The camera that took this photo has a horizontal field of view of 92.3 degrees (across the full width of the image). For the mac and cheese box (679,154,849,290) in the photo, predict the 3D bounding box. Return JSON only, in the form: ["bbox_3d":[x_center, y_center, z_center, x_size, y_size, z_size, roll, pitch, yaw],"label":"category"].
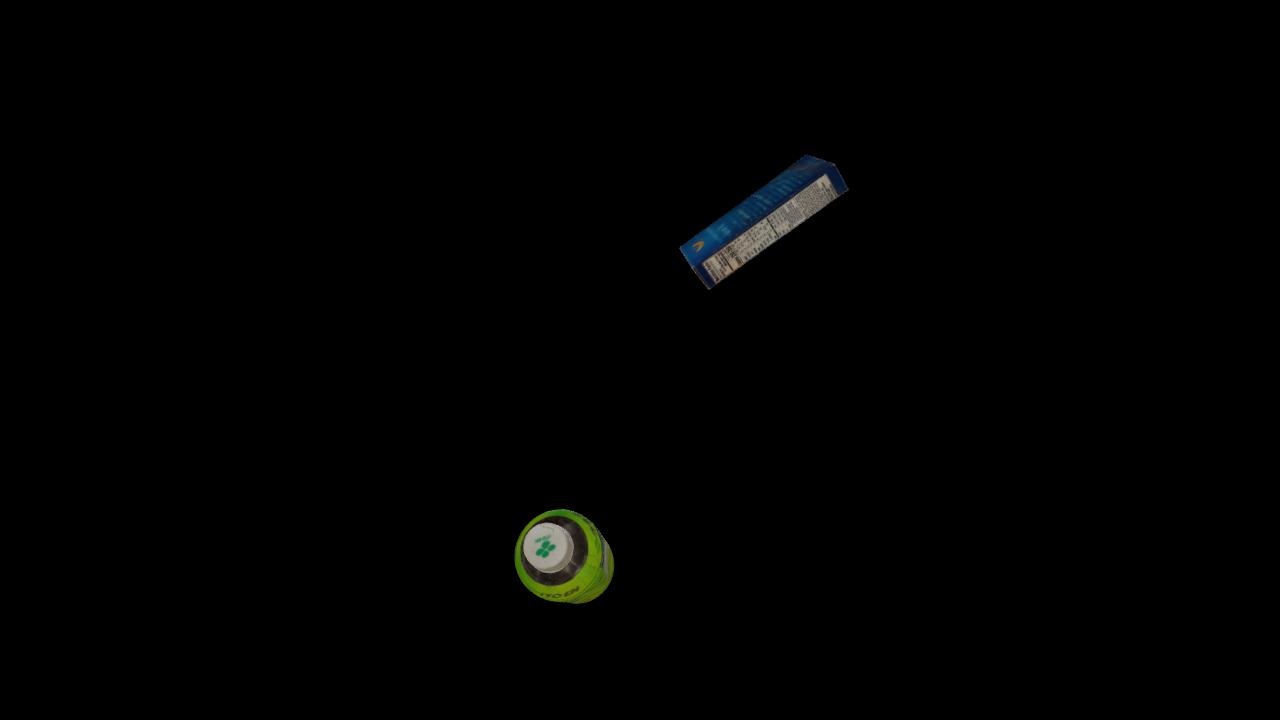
[{"bbox_3d":[0.136,-0.159,0.703,0.184,0.041,0.093,-35,24,10],"label":"mac and cheese box"}]

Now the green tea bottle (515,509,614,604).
[{"bbox_3d":[-0.061,0.163,0.509,0.073,0.073,0.212,0,-24,1],"label":"green tea bottle"}]
